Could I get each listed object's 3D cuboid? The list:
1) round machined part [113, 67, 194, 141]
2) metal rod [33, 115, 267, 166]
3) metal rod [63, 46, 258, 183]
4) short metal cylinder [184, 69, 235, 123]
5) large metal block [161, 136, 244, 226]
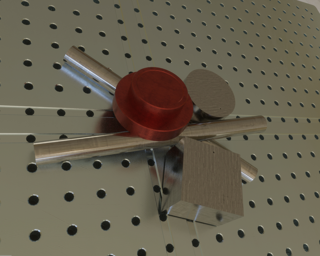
[{"bbox_3d":[-0.005,-0.036,0.375,0.099,0.042,0.098,11,50,-13],"label":"round machined part"},{"bbox_3d":[0.007,0.011,0.383,0.303,0.025,0.025,-7,65,-24],"label":"metal rod"},{"bbox_3d":[0.006,-0.015,0.422,0.301,0.025,0.025,33,51,-7],"label":"metal rod"},{"bbox_3d":[0.061,-0.038,0.449,0.081,0.050,0.080,14,56,-21],"label":"short metal cylinder"},{"bbox_3d":[0.051,0.066,0.378,0.081,0.050,0.080,19,54,-18],"label":"large metal block"}]
